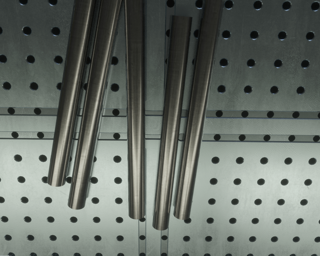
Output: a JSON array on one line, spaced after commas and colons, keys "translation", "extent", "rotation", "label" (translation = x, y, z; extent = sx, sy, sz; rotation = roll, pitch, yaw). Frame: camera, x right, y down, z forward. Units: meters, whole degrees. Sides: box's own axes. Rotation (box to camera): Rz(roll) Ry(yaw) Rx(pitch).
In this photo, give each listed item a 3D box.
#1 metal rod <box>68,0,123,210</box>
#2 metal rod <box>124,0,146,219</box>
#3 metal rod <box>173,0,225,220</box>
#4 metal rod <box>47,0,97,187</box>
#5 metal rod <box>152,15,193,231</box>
[{"translation": [-0.087, -0.024, 0.403], "extent": [0.025, 0.025, 0.298], "rotation": [13, 110, -5], "label": "metal rod"}, {"translation": [-0.032, -0.012, 0.408], "extent": [0.025, 0.025, 0.298], "rotation": [1, 110, -1], "label": "metal rod"}, {"translation": [0.047, -0.010, 0.410], "extent": [0.025, 0.025, 0.298], "rotation": [5, 110, -3], "label": "metal rod"}, {"translation": [-0.110, -0.059, 0.390], "extent": [0.025, 0.025, 0.298], "rotation": [13, 109, -5], "label": "metal rod"}, {"translation": [0.013, 0.007, 0.416], "extent": [0.025, 0.025, 0.298], "rotation": [4, 110, -2], "label": "metal rod"}]
